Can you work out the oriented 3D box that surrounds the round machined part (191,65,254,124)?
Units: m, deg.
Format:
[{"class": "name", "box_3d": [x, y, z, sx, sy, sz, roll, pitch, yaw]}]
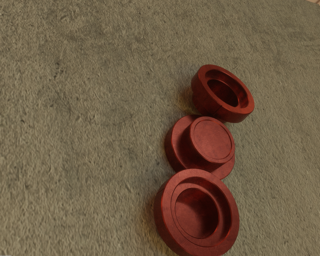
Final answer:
[{"class": "round machined part", "box_3d": [0.087, -0.045, 0.460, 0.099, 0.042, 0.098, 20, 44, -20]}]

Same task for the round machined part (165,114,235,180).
[{"class": "round machined part", "box_3d": [0.059, 0.023, 0.410, 0.099, 0.042, 0.098, 13, 56, -21]}]

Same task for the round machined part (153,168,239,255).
[{"class": "round machined part", "box_3d": [0.037, 0.099, 0.352, 0.099, 0.042, 0.098, 14, 56, -21]}]
